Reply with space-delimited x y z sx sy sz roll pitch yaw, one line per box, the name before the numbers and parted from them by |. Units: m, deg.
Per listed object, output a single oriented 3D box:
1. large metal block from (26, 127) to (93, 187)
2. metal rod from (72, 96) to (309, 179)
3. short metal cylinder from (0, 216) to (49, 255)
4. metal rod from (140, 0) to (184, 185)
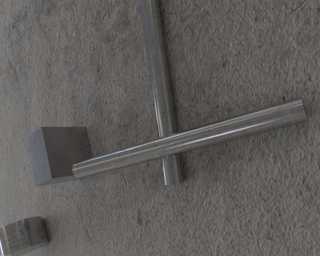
large metal block | -0.158 0.044 0.500 0.050 0.081 0.080 -27 73 37
metal rod | 0.012 0.021 0.365 0.300 0.025 0.025 -17 79 29
short metal cylinder | -0.257 0.206 0.581 0.080 0.081 0.050 -37 68 34
metal rod | -0.002 -0.077 0.406 0.025 0.025 0.298 -13 82 39
